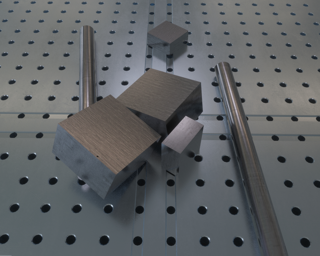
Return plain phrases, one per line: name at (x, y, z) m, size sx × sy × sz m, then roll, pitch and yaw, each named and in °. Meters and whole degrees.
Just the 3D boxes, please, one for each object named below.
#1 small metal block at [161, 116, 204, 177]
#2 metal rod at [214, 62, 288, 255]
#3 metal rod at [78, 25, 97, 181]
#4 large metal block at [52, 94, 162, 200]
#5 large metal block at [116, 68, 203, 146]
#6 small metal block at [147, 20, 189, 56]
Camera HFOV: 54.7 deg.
small metal block at (0.026, 0.022, 0.373) m, size 0.025 × 0.050 × 0.050 m, roll 29°, pitch 56°, yaw 21°
metal rod at (0.105, 0.020, 0.390) m, size 0.025 × 0.025 × 0.300 m, roll -2°, pitch 50°, yaw -2°
metal rod at (-0.106, -0.058, 0.455) m, size 0.025 × 0.025 × 0.300 m, roll -7°, pitch 50°, yaw -6°
large metal block at (-0.060, 0.018, 0.351) m, size 0.080 × 0.050 × 0.080 m, roll 39°, pitch 44°, yaw 11°
large metal block at (0.000, -0.028, 0.406) m, size 0.080 × 0.050 × 0.080 m, roll 21°, pitch 52°, yaw 29°
small metal block at (0.014, -0.157, 0.540) m, size 0.050 × 0.025 × 0.050 m, roll 33°, pitch 57°, yaw 24°
